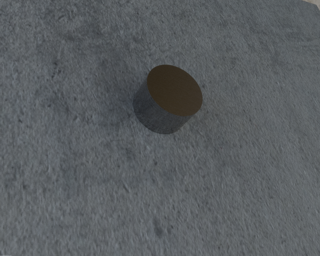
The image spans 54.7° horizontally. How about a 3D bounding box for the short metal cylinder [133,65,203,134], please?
[{"bbox_3d":[0.010,-0.038,0.418,0.081,0.050,0.080,14,56,-21],"label":"short metal cylinder"}]
